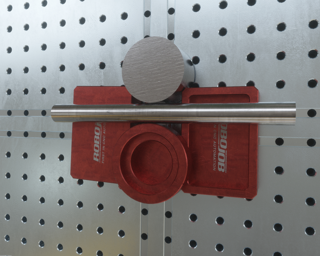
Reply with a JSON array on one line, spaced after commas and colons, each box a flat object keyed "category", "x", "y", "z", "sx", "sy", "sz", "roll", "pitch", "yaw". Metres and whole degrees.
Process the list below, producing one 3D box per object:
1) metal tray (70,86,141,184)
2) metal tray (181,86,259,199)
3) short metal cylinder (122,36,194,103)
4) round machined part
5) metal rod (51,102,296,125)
[{"category": "metal tray", "x": -0.076, "y": 0.008, "z": 0.431, "sx": 0.090, "sy": 0.030, "sz": 0.129, "roll": 3, "pitch": 91, "yaw": 19}, {"category": "metal tray", "x": 0.073, "y": 0.016, "z": 0.380, "sx": 0.090, "sy": 0.030, "sz": 0.129, "roll": 1, "pitch": 90, "yaw": 19}, {"category": "short metal cylinder", "x": -0.001, "y": -0.070, "z": 0.395, "sx": 0.080, "sy": 0.050, "sz": 0.079, "roll": 0, "pitch": 90, "yaw": 20}, {"category": "round machined part", "x": -0.007, "y": 0.043, "z": 0.392, "sx": 0.098, "sy": 0.042, "sz": 0.097, "roll": 0, "pitch": 90, "yaw": 19}, {"category": "metal rod", "x": 0.000, "y": -0.018, "z": 0.376, "sx": 0.301, "sy": 0.025, "sz": 0.025, "roll": 1, "pitch": 91, "yaw": 19}]
